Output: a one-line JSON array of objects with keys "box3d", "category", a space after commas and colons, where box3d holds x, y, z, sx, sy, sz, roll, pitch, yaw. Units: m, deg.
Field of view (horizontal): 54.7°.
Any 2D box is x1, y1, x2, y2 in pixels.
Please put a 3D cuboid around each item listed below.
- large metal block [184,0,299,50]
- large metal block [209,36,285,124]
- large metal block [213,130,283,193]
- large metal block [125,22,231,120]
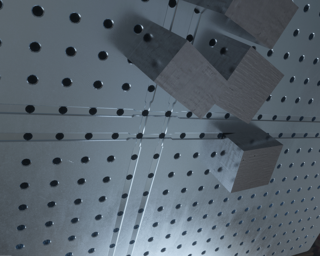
[{"box3d": [0.087, -0.136, 0.341, 0.080, 0.080, 0.050, 19, 108, -36], "category": "large metal block"}, {"box3d": [0.104, -0.063, 0.415, 0.080, 0.050, 0.080, 24, 105, -37], "category": "large metal block"}, {"box3d": [0.143, 0.053, 0.509, 0.081, 0.050, 0.079, -6, 121, -26], "category": "large metal block"}, {"box3d": [0.019, -0.065, 0.347, 0.080, 0.080, 0.050, 34, 99, -39], "category": "large metal block"}]
